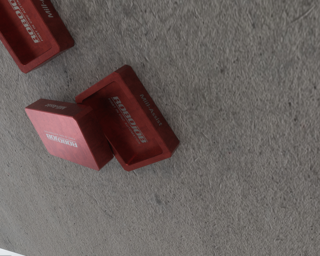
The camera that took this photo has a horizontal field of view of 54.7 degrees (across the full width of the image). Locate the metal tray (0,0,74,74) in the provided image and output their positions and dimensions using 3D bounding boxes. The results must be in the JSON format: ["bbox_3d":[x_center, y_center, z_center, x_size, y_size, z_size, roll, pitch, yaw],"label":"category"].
[{"bbox_3d":[-0.183,-0.147,0.408,0.090,0.030,0.130,-18,109,35],"label":"metal tray"}]

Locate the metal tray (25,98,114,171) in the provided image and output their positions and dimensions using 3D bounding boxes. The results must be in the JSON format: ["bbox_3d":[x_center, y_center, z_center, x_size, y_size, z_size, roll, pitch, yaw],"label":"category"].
[{"bbox_3d":[-0.134,0.007,0.454,0.130,0.030,0.090,10,130,39],"label":"metal tray"}]

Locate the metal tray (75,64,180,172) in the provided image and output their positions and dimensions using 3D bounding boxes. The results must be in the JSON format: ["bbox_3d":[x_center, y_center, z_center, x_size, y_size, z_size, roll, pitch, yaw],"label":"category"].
[{"bbox_3d":[-0.045,-0.009,0.421,0.090,0.030,0.130,-24,106,36],"label":"metal tray"}]
